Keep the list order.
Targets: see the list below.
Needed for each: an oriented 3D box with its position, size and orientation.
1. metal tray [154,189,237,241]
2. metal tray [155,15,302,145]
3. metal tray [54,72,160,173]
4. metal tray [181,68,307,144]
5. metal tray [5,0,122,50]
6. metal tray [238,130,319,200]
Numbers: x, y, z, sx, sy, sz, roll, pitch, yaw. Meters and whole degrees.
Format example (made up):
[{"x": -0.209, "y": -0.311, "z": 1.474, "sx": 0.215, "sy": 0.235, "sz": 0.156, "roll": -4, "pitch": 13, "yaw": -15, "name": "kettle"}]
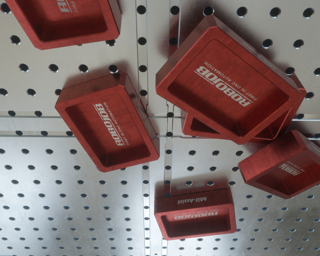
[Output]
[{"x": 0.063, "y": 0.153, "z": 0.538, "sx": 0.130, "sy": 0.030, "sz": 0.090, "roll": -9, "pitch": 130, "yaw": 8, "name": "metal tray"}, {"x": 0.072, "y": -0.044, "z": 0.331, "sx": 0.131, "sy": 0.030, "sz": 0.090, "roll": 30, "pitch": 123, "yaw": -23, "name": "metal tray"}, {"x": -0.063, "y": -0.002, "z": 0.405, "sx": 0.090, "sy": 0.030, "sz": 0.130, "roll": -15, "pitch": 129, "yaw": 12, "name": "metal tray"}, {"x": 0.098, "y": -0.027, "z": 0.385, "sx": 0.131, "sy": 0.030, "sz": 0.089, "roll": 7, "pitch": 130, "yaw": -6, "name": "metal tray"}, {"x": -0.095, "y": -0.133, "z": 0.272, "sx": 0.090, "sy": 0.030, "sz": 0.130, "roll": -7, "pitch": 144, "yaw": 8, "name": "metal tray"}, {"x": 0.182, "y": 0.057, "z": 0.434, "sx": 0.131, "sy": 0.030, "sz": 0.090, "roll": 25, "pitch": 128, "yaw": -40, "name": "metal tray"}]
